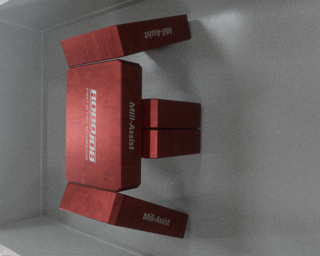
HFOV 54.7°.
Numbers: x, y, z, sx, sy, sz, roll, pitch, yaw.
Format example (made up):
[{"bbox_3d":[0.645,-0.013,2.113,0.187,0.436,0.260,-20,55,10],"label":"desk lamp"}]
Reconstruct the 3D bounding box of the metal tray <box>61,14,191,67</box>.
[{"bbox_3d":[-0.036,-0.104,0.365,0.090,0.131,0.030,1,111,40],"label":"metal tray"}]

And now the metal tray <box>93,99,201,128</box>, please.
[{"bbox_3d":[-0.027,-0.016,0.385,0.130,0.091,0.030,1,91,40],"label":"metal tray"}]

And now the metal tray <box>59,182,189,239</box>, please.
[{"bbox_3d":[-0.038,0.099,0.366,0.090,0.130,0.030,1,69,39],"label":"metal tray"}]

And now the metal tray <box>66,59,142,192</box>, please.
[{"bbox_3d":[-0.063,-0.003,0.336,0.090,0.030,0.129,1,91,39],"label":"metal tray"}]

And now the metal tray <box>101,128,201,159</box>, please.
[{"bbox_3d":[-0.027,0.015,0.386,0.130,0.091,0.030,1,91,40],"label":"metal tray"}]
